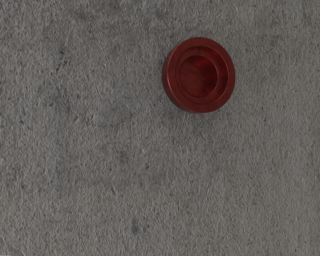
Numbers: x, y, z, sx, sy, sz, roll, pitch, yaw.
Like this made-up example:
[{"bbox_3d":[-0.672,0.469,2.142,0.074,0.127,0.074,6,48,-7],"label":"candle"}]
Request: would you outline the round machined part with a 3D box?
[{"bbox_3d":[0.048,-0.068,0.417,0.099,0.042,0.097,0,90,-20],"label":"round machined part"}]
